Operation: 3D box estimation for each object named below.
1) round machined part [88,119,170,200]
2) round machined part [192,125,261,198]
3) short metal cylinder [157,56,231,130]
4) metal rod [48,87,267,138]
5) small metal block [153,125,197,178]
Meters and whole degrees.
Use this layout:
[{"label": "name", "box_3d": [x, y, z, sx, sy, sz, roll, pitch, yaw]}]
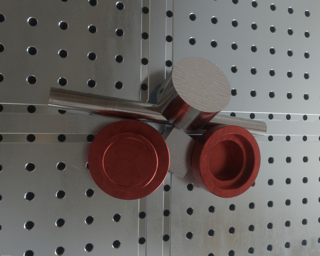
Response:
[{"label": "round machined part", "box_3d": [-0.037, 0.038, 0.372, 0.099, 0.042, 0.097, 0, 91, -2]}, {"label": "round machined part", "box_3d": [0.087, 0.044, 0.430, 0.099, 0.042, 0.097, -1, 93, -23]}, {"label": "short metal cylinder", "box_3d": [0.042, -0.044, 0.395, 0.081, 0.050, 0.080, 10, 61, -19]}, {"label": "metal rod", "box_3d": [0.012, -0.017, 0.413, 0.302, 0.025, 0.025, 8, 88, -20]}, {"label": "small metal block", "box_3d": [0.021, 0.031, 0.417, 0.050, 0.025, 0.050, 38, 78, -16]}]
